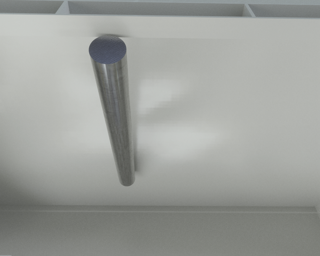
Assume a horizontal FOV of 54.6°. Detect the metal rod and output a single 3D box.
[{"bbox_3d":[-0.043,0.012,0.343,0.025,0.025,0.299,2,154,-2],"label":"metal rod"}]
